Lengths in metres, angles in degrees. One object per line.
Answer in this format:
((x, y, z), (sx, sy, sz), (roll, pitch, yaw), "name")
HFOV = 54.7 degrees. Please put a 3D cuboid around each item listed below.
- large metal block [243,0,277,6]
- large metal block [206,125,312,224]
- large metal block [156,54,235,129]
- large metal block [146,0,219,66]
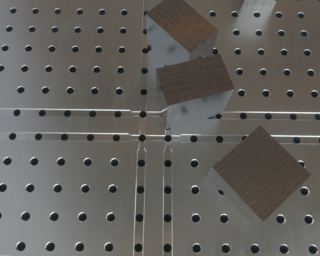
((0.162, -0.248, 0.475), (0.050, 0.080, 0.080), (4, 70, 1), "large metal block")
((0.117, 0.058, 0.379), (0.080, 0.050, 0.080), (-39, 75, -13), "large metal block")
((0.041, -0.044, 0.399), (0.081, 0.080, 0.050), (-15, 71, -6), "large metal block")
((0.027, -0.120, 0.427), (0.050, 0.080, 0.080), (-41, 76, -14), "large metal block")
